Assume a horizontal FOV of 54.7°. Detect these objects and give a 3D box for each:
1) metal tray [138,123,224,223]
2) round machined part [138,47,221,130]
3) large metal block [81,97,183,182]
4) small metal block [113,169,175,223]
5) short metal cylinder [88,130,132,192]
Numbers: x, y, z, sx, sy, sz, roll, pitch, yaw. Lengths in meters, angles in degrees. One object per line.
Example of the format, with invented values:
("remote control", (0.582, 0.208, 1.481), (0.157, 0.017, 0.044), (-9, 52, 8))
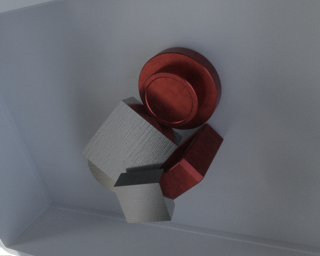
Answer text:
("metal tray", (0.015, 0.058, 0.390), (0.030, 0.090, 0.129), (45, 129, -2))
("round machined part", (0.018, -0.040, 0.360), (0.098, 0.042, 0.097), (13, 124, 20))
("large metal block", (-0.032, 0.020, 0.372), (0.080, 0.050, 0.080), (40, 104, 1))
("small metal block", (-0.016, 0.074, 0.336), (0.050, 0.025, 0.050), (-9, 114, 17))
("short metal cylinder", (-0.055, 0.047, 0.447), (0.080, 0.050, 0.079), (13, 124, 20))
